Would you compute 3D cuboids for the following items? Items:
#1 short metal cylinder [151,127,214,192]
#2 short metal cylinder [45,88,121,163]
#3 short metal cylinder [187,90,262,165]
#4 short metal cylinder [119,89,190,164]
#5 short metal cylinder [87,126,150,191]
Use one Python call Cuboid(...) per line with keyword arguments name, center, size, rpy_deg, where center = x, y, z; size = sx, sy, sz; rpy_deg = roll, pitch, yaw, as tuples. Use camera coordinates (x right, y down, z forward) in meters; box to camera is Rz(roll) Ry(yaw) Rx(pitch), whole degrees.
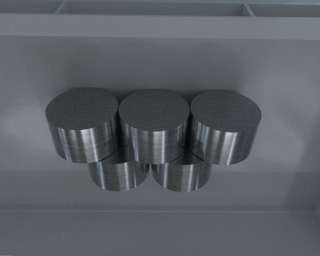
Cuboid(name="short metal cylinder", center=(0.029, 0.036, 0.401), size=(0.081, 0.080, 0.050), rpy_deg=(1, 130, -1))
Cuboid(name="short metal cylinder", center=(-0.088, -0.004, 0.366), size=(0.081, 0.080, 0.050), rpy_deg=(1, 130, -1))
Cuboid(name="short metal cylinder", center=(0.074, -0.002, 0.369), size=(0.081, 0.080, 0.050), rpy_deg=(1, 130, -1))
Cuboid(name="short metal cylinder", center=(-0.007, -0.003, 0.368), size=(0.081, 0.080, 0.050), rpy_deg=(1, 130, -1))
Cuboid(name="short metal cylinder", center=(-0.053, 0.034, 0.399), size=(0.081, 0.080, 0.050), rpy_deg=(1, 130, -1))
